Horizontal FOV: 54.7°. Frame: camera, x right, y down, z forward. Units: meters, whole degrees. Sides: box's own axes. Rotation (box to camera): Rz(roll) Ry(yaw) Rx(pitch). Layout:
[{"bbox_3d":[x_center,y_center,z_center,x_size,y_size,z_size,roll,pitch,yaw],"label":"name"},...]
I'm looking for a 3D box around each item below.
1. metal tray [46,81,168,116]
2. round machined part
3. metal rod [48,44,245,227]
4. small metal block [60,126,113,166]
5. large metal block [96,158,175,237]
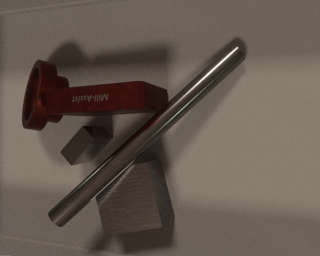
[{"bbox_3d":[-0.065,-0.034,0.397,0.130,0.090,0.030,-2,89,19],"label":"metal tray"},{"bbox_3d":[-0.161,-0.044,0.440,0.098,0.042,0.098,-23,62,52],"label":"round machined part"},{"bbox_3d":[-0.016,0.009,0.377,0.300,0.025,0.025,-43,77,0],"label":"metal rod"},{"bbox_3d":[-0.101,0.023,0.432,0.025,0.050,0.050,47,104,14],"label":"small metal block"},{"bbox_3d":[-0.035,0.090,0.409,0.080,0.050,0.080,-16,85,19],"label":"large metal block"}]
